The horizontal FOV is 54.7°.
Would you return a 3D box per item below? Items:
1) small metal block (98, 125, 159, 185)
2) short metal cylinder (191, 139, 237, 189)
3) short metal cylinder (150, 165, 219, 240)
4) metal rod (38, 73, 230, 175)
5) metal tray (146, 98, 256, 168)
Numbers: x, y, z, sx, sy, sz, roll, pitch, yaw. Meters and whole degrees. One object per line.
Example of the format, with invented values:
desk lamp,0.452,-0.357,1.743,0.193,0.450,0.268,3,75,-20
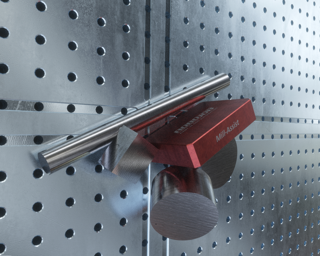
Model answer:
small metal block,-0.035,0.032,0.359,0.050,0.025,0.050,-56,143,-7
short metal cylinder,0.065,0.040,0.436,0.081,0.050,0.079,-11,106,-42
short metal cylinder,0.028,0.092,0.384,0.080,0.080,0.050,55,17,-26
metal rod,-0.008,-0.020,0.398,0.302,0.025,0.025,-27,107,-37
metal tray,0.053,0.002,0.406,0.131,0.090,0.030,-33,111,-35
